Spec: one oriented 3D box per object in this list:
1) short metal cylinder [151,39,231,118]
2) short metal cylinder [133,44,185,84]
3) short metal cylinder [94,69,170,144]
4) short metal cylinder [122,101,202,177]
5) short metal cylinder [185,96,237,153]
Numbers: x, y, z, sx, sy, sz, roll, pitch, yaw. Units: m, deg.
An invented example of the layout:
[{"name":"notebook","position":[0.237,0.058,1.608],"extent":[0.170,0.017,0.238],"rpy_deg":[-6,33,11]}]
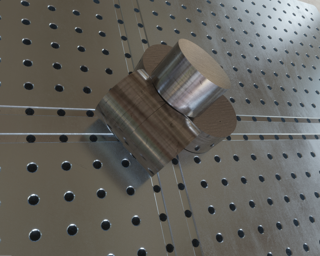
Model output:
[{"name":"short metal cylinder","position":[0.037,-0.059,0.367],"extent":[0.080,0.050,0.080],"rpy_deg":[31,32,-22]},{"name":"short metal cylinder","position":[0.004,-0.071,0.437],"extent":[0.081,0.050,0.080],"rpy_deg":[14,56,-21]},{"name":"short metal cylinder","position":[-0.031,-0.025,0.373],"extent":[0.050,0.080,0.080],"rpy_deg":[47,51,4]},{"name":"short metal cylinder","position":[0.003,0.013,0.368],"extent":[0.050,0.080,0.080],"rpy_deg":[47,51,4]},{"name":"short metal cylinder","position":[0.058,-0.012,0.431],"extent":[0.081,0.050,0.080],"rpy_deg":[14,56,-21]}]
